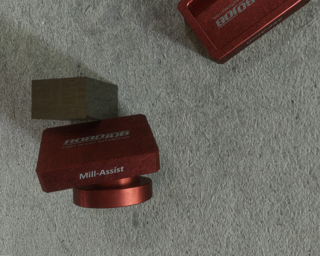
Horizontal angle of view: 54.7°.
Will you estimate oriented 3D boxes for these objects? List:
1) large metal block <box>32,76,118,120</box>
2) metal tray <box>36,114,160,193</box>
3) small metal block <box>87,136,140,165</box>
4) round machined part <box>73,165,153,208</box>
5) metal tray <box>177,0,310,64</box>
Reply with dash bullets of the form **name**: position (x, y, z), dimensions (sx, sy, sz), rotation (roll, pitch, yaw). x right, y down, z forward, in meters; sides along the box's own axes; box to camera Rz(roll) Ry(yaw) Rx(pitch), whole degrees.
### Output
- **large metal block**: position (-0.112, -0.036, 0.419), dimensions (0.080, 0.080, 0.050), rotation (0, 90, 20)
- **metal tray**: position (-0.073, 0.026, 0.372), dimensions (0.131, 0.090, 0.030), rotation (-9, 122, -10)
- **small metal block**: position (-0.061, 0.030, 0.415), dimensions (0.050, 0.050, 0.025), rotation (-6, 98, 20)
- **round machined part**: position (-0.059, 0.068, 0.391), dimensions (0.098, 0.098, 0.042), rotation (-3, 90, 20)
- **metal tray**: position (0.098, -0.151, 0.371), dimensions (0.130, 0.030, 0.090), rotation (-35, 79, 16)
